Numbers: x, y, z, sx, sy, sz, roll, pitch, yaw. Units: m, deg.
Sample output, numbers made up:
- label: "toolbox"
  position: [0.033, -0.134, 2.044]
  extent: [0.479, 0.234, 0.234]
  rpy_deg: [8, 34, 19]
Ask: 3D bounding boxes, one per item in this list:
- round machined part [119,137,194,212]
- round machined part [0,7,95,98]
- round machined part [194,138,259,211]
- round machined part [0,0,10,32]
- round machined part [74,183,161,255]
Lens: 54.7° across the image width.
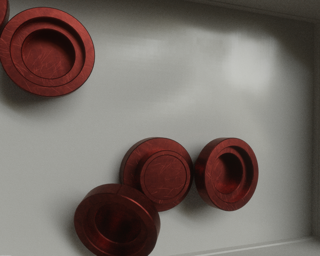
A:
- label: "round machined part"
  position: [0.000, 0.061, 0.403]
  extent: [0.099, 0.042, 0.097]
  rpy_deg: [0, 90, -20]
- label: "round machined part"
  position: [-0.127, -0.082, 0.355]
  extent: [0.099, 0.042, 0.097]
  rpy_deg: [0, 90, -21]
- label: "round machined part"
  position: [0.087, 0.062, 0.429]
  extent: [0.099, 0.042, 0.097]
  rpy_deg: [1, 88, -31]
- label: "round machined part"
  position: [-0.211, -0.129, 0.323]
  extent: [0.099, 0.042, 0.097]
  rpy_deg: [0, 90, -21]
- label: "round machined part"
  position: [-0.047, 0.108, 0.368]
  extent: [0.098, 0.042, 0.097]
  rpy_deg: [4, 112, 11]
